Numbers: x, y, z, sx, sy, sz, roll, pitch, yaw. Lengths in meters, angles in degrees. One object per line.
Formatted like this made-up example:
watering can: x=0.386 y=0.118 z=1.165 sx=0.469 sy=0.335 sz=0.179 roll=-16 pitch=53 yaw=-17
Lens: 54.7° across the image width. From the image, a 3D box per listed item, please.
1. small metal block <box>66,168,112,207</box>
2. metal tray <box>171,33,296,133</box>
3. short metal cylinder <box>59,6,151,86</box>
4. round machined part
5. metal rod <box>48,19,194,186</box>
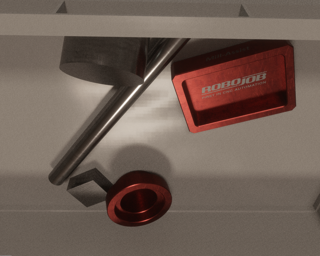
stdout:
small metal block: x=-0.109 y=0.095 z=0.488 sx=0.050 sy=0.025 sz=0.050 roll=-23 pitch=127 yaw=18
metal tray: x=0.087 y=-0.049 z=0.365 sx=0.130 sy=0.030 sz=0.090 roll=-14 pitch=129 yaw=11
short metal cylinder: x=-0.052 y=-0.075 z=0.301 sx=0.080 sy=0.080 sz=0.050 roll=7 pitch=85 yaw=1
round machined part: x=-0.034 y=0.104 z=0.477 sx=0.099 sy=0.042 sz=0.097 roll=-8 pitch=128 yaw=-11
metal rod: x=-0.066 y=-0.014 z=0.396 sx=0.025 sy=0.025 sz=0.299 roll=30 pitch=124 yaw=-24
